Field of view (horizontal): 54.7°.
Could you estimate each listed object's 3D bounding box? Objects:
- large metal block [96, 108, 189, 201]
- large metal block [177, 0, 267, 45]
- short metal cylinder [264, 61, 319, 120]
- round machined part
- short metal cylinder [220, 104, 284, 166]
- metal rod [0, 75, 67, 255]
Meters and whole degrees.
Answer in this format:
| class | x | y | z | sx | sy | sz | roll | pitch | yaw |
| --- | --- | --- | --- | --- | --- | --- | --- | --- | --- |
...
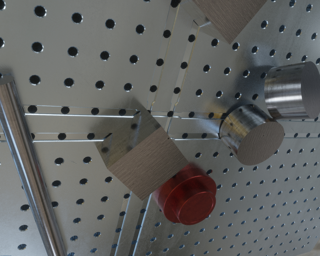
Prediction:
| class | x | y | z | sx | sy | sz | roll | pitch | yaw |
| --- | --- | --- | --- | --- | --- | --- | --- | --- | --- |
| large metal block | -0.021 | 0.035 | 0.405 | 0.080 | 0.050 | 0.080 | -39 | 129 | -2 |
| large metal block | 0.068 | -0.153 | 0.337 | 0.080 | 0.050 | 0.080 | 34 | 99 | -39 |
| short metal cylinder | 0.193 | -0.052 | 0.445 | 0.081 | 0.050 | 0.080 | 2 | 87 | -45 |
| round machined part | 0.051 | 0.117 | 0.500 | 0.099 | 0.042 | 0.097 | -14 | 124 | -21 |
| short metal cylinder | 0.139 | 0.011 | 0.473 | 0.081 | 0.050 | 0.079 | -13 | 128 | -17 |
| metal rod | -0.150 | 0.080 | 0.378 | 0.025 | 0.025 | 0.298 | -15 | 125 | -20 |
